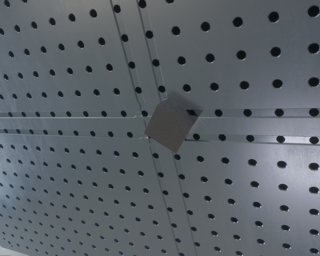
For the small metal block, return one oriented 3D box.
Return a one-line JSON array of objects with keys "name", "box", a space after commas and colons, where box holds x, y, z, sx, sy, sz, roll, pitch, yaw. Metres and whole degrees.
[{"name": "small metal block", "box": [0.014, -0.003, 0.403, 0.050, 0.025, 0.050, 32, 129, 7]}]
